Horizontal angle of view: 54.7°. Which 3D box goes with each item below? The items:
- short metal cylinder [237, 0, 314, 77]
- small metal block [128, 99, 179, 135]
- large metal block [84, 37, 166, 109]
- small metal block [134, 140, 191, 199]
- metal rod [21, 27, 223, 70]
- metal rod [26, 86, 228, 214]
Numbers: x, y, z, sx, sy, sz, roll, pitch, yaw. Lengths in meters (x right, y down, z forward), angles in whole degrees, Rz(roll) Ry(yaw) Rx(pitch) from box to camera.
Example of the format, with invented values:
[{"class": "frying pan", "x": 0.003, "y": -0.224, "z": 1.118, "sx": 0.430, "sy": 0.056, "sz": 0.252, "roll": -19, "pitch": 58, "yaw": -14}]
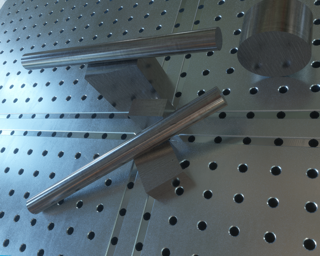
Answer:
[{"class": "short metal cylinder", "x": 0.136, "y": -0.104, "z": 0.366, "sx": 0.080, "sy": 0.080, "sz": 0.050, "roll": 1, "pitch": 63, "yaw": 29}, {"class": "small metal block", "x": -0.005, "y": -0.014, "z": 0.404, "sx": 0.050, "sy": 0.050, "sz": 0.025, "roll": 3, "pitch": 63, "yaw": 29}, {"class": "large metal block", "x": -0.046, "y": -0.075, "z": 0.443, "sx": 0.080, "sy": 0.080, "sz": 0.050, "roll": -9, "pitch": 58, "yaw": 24}, {"class": "small metal block", "x": 0.002, "y": 0.050, "z": 0.377, "sx": 0.050, "sy": 0.025, "sz": 0.050, "roll": -31, "pitch": 52, "yaw": 8}, {"class": "metal rod", "x": -0.069, "y": -0.098, "z": 0.402, "sx": 0.300, "sy": 0.025, "sz": 0.025, "roll": 1, "pitch": 62, "yaw": 28}, {"class": "metal rod", "x": -0.054, "y": 0.037, "z": 0.389, "sx": 0.300, "sy": 0.025, "sz": 0.025, "roll": -31, "pitch": 51, "yaw": 18}]
